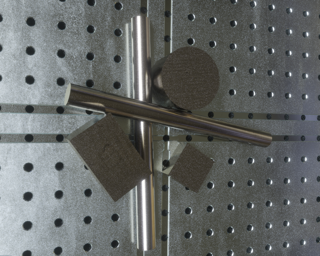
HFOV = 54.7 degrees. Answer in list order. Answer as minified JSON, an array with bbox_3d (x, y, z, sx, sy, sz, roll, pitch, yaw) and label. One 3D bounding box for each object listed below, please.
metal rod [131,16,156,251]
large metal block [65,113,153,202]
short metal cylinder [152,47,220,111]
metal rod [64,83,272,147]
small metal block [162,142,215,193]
[{"bbox_3d":[-0.022,0.007,0.406,0.025,0.025,0.298,-2,91,-20],"label":"metal rod"},{"bbox_3d":[-0.063,0.031,0.360,0.050,0.080,0.080,-37,102,-16],"label":"large metal block"},{"bbox_3d":[0.031,-0.062,0.412,0.081,0.050,0.079,0,90,-21],"label":"short metal cylinder"},{"bbox_3d":[0.031,-0.009,0.405,0.302,0.025,0.025,12,86,-28],"label":"metal rod"},{"bbox_3d":[0.039,0.054,0.429,0.050,0.025,0.050,35,79,-17],"label":"small metal block"}]
